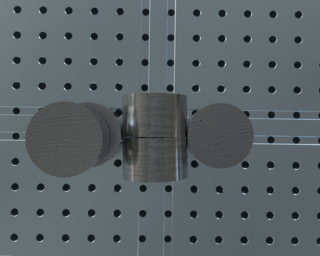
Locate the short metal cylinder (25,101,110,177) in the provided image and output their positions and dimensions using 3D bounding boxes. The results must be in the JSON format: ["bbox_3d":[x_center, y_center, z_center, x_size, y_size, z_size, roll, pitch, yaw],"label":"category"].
[{"bbox_3d":[-0.100,0.012,0.348,0.081,0.050,0.079,0,90,0],"label":"short metal cylinder"}]

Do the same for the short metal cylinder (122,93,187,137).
[{"bbox_3d":[-0.007,-0.015,0.386,0.081,0.080,0.050,1,91,0],"label":"short metal cylinder"}]

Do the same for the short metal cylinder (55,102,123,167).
[{"bbox_3d":[-0.088,0.008,0.400,0.081,0.050,0.079,0,90,-1],"label":"short metal cylinder"}]

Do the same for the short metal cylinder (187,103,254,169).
[{"bbox_3d":[0.074,0.009,0.401,0.081,0.050,0.079,0,90,-1],"label":"short metal cylinder"}]

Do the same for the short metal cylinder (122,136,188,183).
[{"bbox_3d":[-0.006,0.036,0.385,0.081,0.080,0.050,-1,90,0],"label":"short metal cylinder"}]
